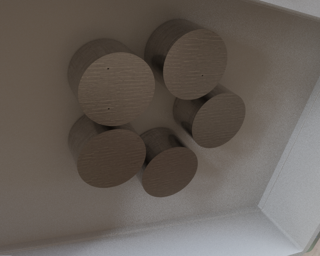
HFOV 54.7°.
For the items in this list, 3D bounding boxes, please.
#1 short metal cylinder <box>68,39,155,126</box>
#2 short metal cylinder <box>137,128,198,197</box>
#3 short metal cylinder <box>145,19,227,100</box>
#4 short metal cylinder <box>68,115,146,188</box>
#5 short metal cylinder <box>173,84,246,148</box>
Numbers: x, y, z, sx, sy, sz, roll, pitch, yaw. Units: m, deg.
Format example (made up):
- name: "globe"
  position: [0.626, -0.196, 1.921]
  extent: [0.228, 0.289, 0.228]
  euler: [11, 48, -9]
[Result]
- name: "short metal cylinder"
  position: [-0.052, -0.049, 0.331]
  extent: [0.081, 0.050, 0.079]
  euler: [-14, 124, -21]
- name: "short metal cylinder"
  position: [0.004, 0.046, 0.420]
  extent: [0.081, 0.050, 0.079]
  euler: [-14, 124, -21]
- name: "short metal cylinder"
  position: [0.029, -0.079, 0.357]
  extent: [0.081, 0.050, 0.079]
  euler: [-14, 124, -21]
- name: "short metal cylinder"
  position: [-0.064, 0.024, 0.370]
  extent: [0.081, 0.050, 0.079]
  euler: [-14, 124, -21]
- name: "short metal cylinder"
  position: [0.065, -0.020, 0.413]
  extent: [0.081, 0.050, 0.079]
  euler: [-14, 124, -21]
